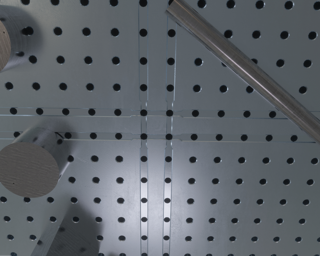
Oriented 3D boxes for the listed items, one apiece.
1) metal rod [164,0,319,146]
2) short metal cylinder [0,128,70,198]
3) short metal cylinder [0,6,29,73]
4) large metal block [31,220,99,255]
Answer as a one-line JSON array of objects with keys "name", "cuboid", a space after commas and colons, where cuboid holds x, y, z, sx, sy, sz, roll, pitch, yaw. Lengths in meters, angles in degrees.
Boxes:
[{"name": "metal rod", "cuboid": [0.130, -0.056, 0.393, 0.301, 0.025, 0.025, 37, 106, -13]}, {"name": "short metal cylinder", "cuboid": [-0.168, 0.046, 0.415, 0.081, 0.050, 0.079, 0, 110, 0]}, {"name": "short metal cylinder", "cuboid": [-0.203, -0.102, 0.360, 0.081, 0.050, 0.079, 0, 110, 0]}, {"name": "large metal block", "cuboid": [-0.143, 0.199, 0.456, 0.050, 0.080, 0.080, -38, 106, 13]}]
